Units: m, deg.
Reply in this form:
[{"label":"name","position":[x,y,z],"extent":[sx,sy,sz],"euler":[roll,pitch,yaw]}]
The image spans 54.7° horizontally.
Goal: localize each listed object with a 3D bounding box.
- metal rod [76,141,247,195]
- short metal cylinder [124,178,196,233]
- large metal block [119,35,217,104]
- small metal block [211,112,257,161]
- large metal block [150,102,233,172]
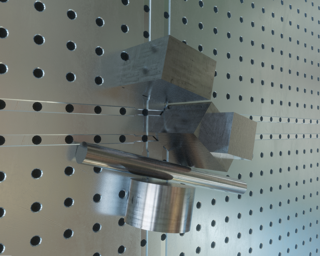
[{"label":"metal rod","position":[0.026,0.064,0.433],"extent":[0.302,0.025,0.025],"euler":[18,78,-39]},{"label":"short metal cylinder","position":[0.000,0.092,0.376],"extent":[0.081,0.080,0.050],"euler":[13,82,-40]},{"label":"large metal block","position":[0.010,-0.067,0.383],"extent":[0.081,0.080,0.050],"euler":[17,80,-39]},{"label":"small metal block","position":[0.093,0.011,0.385],"extent":[0.050,0.025,0.050],"euler":[18,79,-39]},{"label":"large metal block","position":[0.049,0.012,0.417],"extent":[0.080,0.080,0.050],"euler":[47,62,-30]}]
